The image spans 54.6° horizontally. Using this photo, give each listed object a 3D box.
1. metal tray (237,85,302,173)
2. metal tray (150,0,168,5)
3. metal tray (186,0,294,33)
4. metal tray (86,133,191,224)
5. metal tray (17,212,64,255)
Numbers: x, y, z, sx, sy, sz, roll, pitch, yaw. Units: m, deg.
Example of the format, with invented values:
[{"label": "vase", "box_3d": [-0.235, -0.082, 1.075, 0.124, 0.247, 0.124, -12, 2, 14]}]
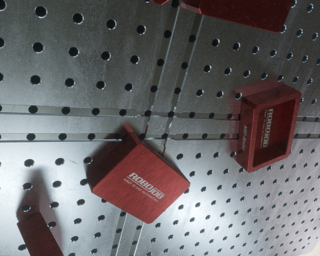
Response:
[{"label": "metal tray", "box_3d": [0.175, 0.003, 0.503, 0.091, 0.030, 0.129, -18, 126, -18]}, {"label": "metal tray", "box_3d": [0.028, -0.186, 0.280, 0.130, 0.030, 0.090, -31, 118, 6]}, {"label": "metal tray", "box_3d": [0.103, -0.168, 0.359, 0.131, 0.030, 0.089, 1, 118, -29]}, {"label": "metal tray", "box_3d": [-0.026, 0.076, 0.440, 0.090, 0.030, 0.130, -45, 129, 3]}, {"label": "metal tray", "box_3d": [-0.141, 0.184, 0.403, 0.030, 0.090, 0.129, -24, 128, -28]}]
